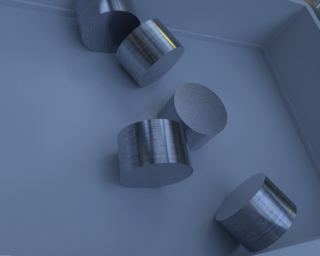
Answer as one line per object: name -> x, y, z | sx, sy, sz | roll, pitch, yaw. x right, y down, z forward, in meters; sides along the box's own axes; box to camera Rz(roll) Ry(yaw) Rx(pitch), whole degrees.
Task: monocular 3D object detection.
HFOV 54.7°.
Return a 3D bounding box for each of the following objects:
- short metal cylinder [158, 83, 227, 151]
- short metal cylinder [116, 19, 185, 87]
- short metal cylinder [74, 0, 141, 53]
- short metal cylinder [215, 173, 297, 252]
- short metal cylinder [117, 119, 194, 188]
short metal cylinder -> 0.044, -0.015, 0.424 | 0.081, 0.050, 0.080 | 14, 56, -21
short metal cylinder -> -0.013, -0.102, 0.427 | 0.081, 0.080, 0.050 | -35, 82, -39
short metal cylinder -> -0.071, -0.149, 0.424 | 0.081, 0.080, 0.050 | -5, 65, -31
short metal cylinder -> 0.114, 0.100, 0.373 | 0.050, 0.080, 0.080 | 46, 51, 3
short metal cylinder -> -0.006, 0.031, 0.349 | 0.081, 0.080, 0.050 | 6, 59, -26
